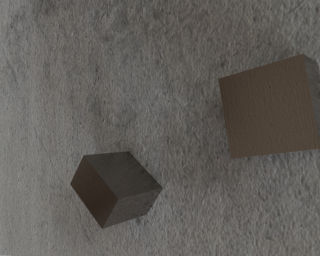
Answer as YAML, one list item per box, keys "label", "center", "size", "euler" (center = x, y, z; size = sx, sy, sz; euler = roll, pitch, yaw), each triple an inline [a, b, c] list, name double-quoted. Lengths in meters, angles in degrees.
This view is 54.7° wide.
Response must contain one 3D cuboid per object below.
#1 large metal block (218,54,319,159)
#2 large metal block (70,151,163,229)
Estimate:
- label: "large metal block"
  center: [0.110, -0.016, 0.297]
  size: [0.080, 0.050, 0.080]
  euler: [-12, 82, 39]
- label: "large metal block"
  center: [-0.058, 0.078, 0.415]
  size: [0.080, 0.081, 0.050]
  euler: [43, 116, 31]
